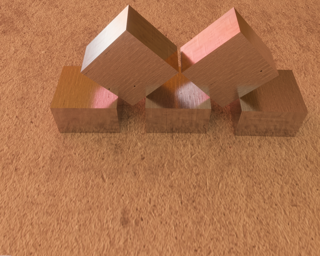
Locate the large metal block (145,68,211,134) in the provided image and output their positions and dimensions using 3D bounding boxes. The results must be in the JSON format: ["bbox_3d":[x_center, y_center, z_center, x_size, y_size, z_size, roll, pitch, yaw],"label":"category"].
[{"bbox_3d":[0.023,-0.038,0.421,0.081,0.050,0.080,1,50,0],"label":"large metal block"}]

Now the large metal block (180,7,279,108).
[{"bbox_3d":[0.082,-0.082,0.377,0.080,0.080,0.050,-32,40,33],"label":"large metal block"}]

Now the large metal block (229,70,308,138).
[{"bbox_3d":[0.140,-0.034,0.420,0.081,0.050,0.080,1,50,0],"label":"large metal block"}]

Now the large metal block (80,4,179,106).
[{"bbox_3d":[-0.035,-0.083,0.374,0.080,0.080,0.050,32,40,-34],"label":"large metal block"}]

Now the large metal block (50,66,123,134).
[{"bbox_3d":[-0.093,-0.039,0.420,0.081,0.050,0.080,0,50,0],"label":"large metal block"}]
